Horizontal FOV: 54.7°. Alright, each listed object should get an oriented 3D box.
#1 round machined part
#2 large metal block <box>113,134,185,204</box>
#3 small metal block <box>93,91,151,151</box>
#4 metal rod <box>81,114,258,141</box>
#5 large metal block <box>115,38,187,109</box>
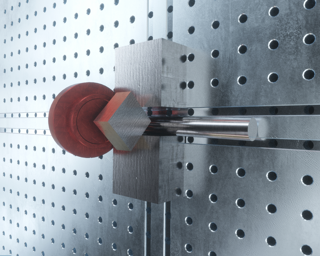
[{"bbox_3d":[-0.087,-0.010,0.396,0.042,0.099,0.097,7,95,54],"label":"round machined part"},{"bbox_3d":[-0.016,0.048,0.406,0.080,0.050,0.079,2,91,40],"label":"large metal block"},{"bbox_3d":[-0.044,-0.008,0.372,0.025,0.050,0.050,1,47,40],"label":"small metal block"},{"bbox_3d":[-0.017,-0.004,0.423,0.300,0.025,0.025,3,92,40],"label":"metal rod"},{"bbox_3d":[-0.013,-0.066,0.404,0.080,0.050,0.079,1,91,40],"label":"large metal block"}]
